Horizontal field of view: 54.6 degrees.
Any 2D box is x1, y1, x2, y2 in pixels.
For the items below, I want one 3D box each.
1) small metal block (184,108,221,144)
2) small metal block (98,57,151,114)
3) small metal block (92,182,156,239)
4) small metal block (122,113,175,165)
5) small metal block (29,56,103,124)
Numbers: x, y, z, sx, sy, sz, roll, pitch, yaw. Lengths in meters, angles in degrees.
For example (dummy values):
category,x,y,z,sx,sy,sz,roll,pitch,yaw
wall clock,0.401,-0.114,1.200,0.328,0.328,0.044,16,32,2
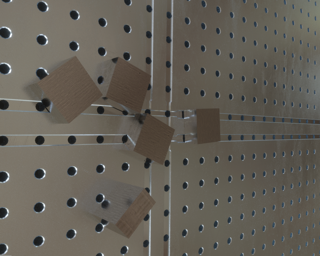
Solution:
category,x,y,z,sx,sy,sz,roll,pitch,yaw
small metal block,0.063,-0.003,0.461,0.050,0.025,0.050,-4,93,-40
small metal block,-0.043,-0.049,0.372,0.050,0.025,0.050,25,75,-37
small metal block,-0.042,0.093,0.357,0.050,0.050,0.025,-49,119,-29
small metal block,-0.014,0.015,0.397,0.050,0.025,0.050,31,71,-36
small metal block,-0.098,-0.040,0.326,0.050,0.025,0.050,-47,118,-30
